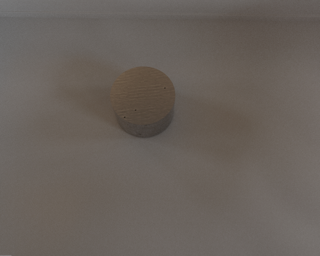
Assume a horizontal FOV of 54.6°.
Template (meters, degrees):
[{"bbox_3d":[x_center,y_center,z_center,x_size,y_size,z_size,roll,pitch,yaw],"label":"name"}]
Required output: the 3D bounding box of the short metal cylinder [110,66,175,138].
[{"bbox_3d":[-0.021,-0.033,0.406,0.080,0.050,0.080,0,70,0],"label":"short metal cylinder"}]
